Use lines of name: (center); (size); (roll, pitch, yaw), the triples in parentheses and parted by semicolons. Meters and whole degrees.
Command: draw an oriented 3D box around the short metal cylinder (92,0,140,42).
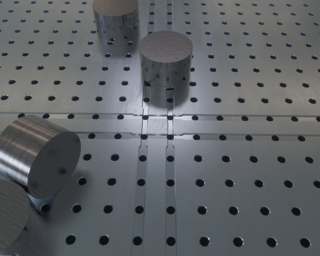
short metal cylinder: (-0.078, -0.201, 0.559); (0.081, 0.050, 0.080); (0, 50, 0)

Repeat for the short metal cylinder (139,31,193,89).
short metal cylinder: (0.009, -0.107, 0.481); (0.081, 0.050, 0.080); (0, 50, 0)

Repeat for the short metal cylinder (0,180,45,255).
short metal cylinder: (-0.163, 0.099, 0.307); (0.081, 0.050, 0.080); (0, 50, 0)

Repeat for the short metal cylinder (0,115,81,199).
short metal cylinder: (-0.134, 0.031, 0.345); (0.050, 0.080, 0.080); (23, 54, 18)
